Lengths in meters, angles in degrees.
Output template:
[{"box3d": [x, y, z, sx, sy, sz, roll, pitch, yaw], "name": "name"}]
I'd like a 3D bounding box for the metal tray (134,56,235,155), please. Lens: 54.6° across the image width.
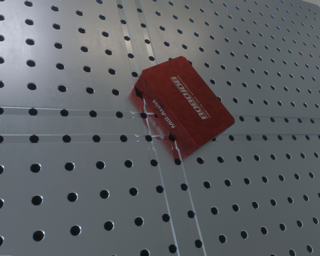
[{"box3d": [0.036, -0.036, 0.446, 0.091, 0.030, 0.130, -29, 78, -37], "name": "metal tray"}]
